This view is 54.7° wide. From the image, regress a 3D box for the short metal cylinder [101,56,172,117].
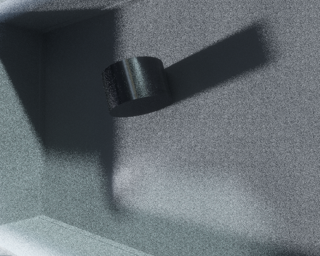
[{"bbox_3d":[-0.029,-0.050,0.393,0.080,0.081,0.050,-22,76,37],"label":"short metal cylinder"}]
